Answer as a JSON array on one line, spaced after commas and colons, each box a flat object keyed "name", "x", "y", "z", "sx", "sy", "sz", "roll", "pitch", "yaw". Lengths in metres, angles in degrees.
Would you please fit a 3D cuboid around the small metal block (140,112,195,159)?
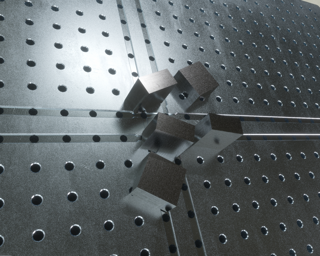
[{"name": "small metal block", "x": 0.009, "y": 0.011, "z": 0.390, "sx": 0.050, "sy": 0.050, "sz": 0.025, "roll": 20, "pitch": 54, "yaw": -16}]

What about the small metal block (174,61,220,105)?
[{"name": "small metal block", "x": 0.055, "y": -0.071, "z": 0.480, "sx": 0.050, "sy": 0.025, "sz": 0.050, "roll": -30, "pitch": 79, "yaw": -38}]

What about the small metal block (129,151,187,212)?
[{"name": "small metal block", "x": -0.001, "y": 0.064, "z": 0.368, "sx": 0.050, "sy": 0.025, "sz": 0.050, "roll": 29, "pitch": 52, "yaw": -10}]

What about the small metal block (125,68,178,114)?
[{"name": "small metal block", "x": -0.012, "y": -0.049, "z": 0.415, "sx": 0.050, "sy": 0.050, "sz": 0.025, "roll": -25, "pitch": 76, "yaw": -37}]

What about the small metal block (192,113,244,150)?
[{"name": "small metal block", "x": 0.078, "y": 0.006, "z": 0.429, "sx": 0.050, "sy": 0.050, "sz": 0.025, "roll": 9, "pitch": 58, "yaw": -24}]
